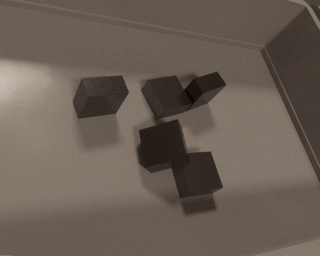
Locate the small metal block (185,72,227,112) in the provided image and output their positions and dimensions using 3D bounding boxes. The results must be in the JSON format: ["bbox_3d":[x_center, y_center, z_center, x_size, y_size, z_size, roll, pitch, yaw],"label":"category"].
[{"bbox_3d":[0.061,-0.054,0.457,0.050,0.050,0.025,-22,74,-36],"label":"small metal block"}]

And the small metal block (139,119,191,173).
[{"bbox_3d":[0.005,0.023,0.379,0.050,0.025,0.050,-16,64,9],"label":"small metal block"}]

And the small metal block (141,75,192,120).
[{"bbox_3d":[0.009,-0.044,0.439,0.050,0.025,0.050,-16,70,-35],"label":"small metal block"}]

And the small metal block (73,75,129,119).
[{"bbox_3d":[-0.072,-0.037,0.374,0.050,0.050,0.025,-10,67,-33],"label":"small metal block"}]

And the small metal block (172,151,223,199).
[{"bbox_3d":[0.046,0.059,0.396,0.050,0.025,0.050,-1,62,-29],"label":"small metal block"}]
